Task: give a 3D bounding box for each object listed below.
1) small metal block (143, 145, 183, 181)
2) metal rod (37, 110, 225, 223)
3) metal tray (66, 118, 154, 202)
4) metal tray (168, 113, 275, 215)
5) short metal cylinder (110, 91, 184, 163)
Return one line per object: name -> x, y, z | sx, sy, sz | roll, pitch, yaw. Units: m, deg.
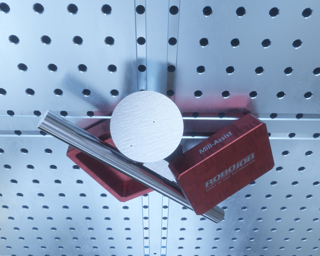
small metal block -> 0.005, 0.036, 0.421 | 0.050, 0.050, 0.025 | 33, 123, -25
metal rod -> -0.021, 0.063, 0.421 | 0.301, 0.025, 0.025 | 33, 123, -26
metal tray -> -0.055, 0.049, 0.444 | 0.090, 0.030, 0.130 | -25, 126, 20
metal tray -> 0.085, 0.050, 0.413 | 0.131, 0.030, 0.090 | -31, 128, -6
short metal cylinder -> -0.017, 0.001, 0.363 | 0.081, 0.080, 0.050 | 6, 172, -6
